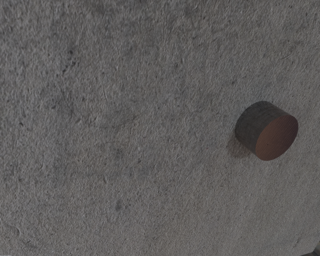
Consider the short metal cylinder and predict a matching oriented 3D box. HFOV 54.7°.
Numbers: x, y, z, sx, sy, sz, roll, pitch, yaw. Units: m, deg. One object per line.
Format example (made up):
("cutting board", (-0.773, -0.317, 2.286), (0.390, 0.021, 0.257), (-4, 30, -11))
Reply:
("short metal cylinder", (0.166, 0.004, 0.483), (0.081, 0.050, 0.079), (-14, 124, -21))
